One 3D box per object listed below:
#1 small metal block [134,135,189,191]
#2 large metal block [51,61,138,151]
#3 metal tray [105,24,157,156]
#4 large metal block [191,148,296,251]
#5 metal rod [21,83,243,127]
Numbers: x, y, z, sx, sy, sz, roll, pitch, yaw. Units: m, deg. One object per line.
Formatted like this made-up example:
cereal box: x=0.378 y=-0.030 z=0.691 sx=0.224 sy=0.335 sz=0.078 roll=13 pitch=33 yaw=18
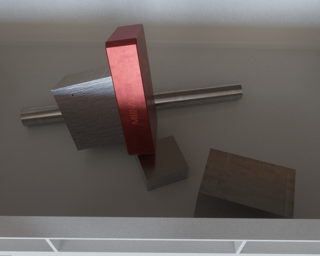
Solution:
small metal block: x=0.001 y=0.041 z=0.370 sx=0.050 sy=0.025 sz=0.050 roll=-15 pitch=52 yaw=-13
large metal block: x=-0.069 y=-0.027 z=0.371 sx=0.080 sy=0.080 sz=0.050 roll=-12 pitch=27 yaw=8
metal tray: x=-0.028 y=-0.045 z=0.356 sx=0.030 sy=0.129 sz=0.090 roll=-6 pitch=27 yaw=5
large metal block: x=0.080 y=0.073 z=0.309 sx=0.080 sy=0.080 sz=0.050 roll=14 pitch=52 yaw=11
metal rod: x=-0.033 y=-0.034 z=0.432 sx=0.302 sy=0.025 sz=0.025 roll=-8 pitch=51 yaw=-7
